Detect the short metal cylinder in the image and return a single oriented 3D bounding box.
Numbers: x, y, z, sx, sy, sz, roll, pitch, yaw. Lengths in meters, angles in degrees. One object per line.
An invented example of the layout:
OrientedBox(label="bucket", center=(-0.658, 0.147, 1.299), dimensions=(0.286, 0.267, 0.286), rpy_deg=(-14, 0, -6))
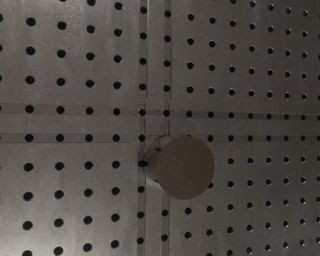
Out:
OrientedBox(label="short metal cylinder", center=(0.024, 0.049, 0.410), dimensions=(0.081, 0.050, 0.079), rpy_deg=(0, 91, -21))
